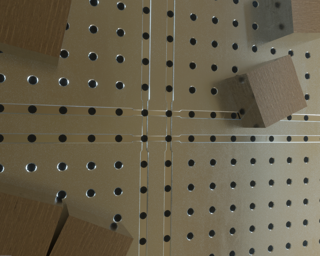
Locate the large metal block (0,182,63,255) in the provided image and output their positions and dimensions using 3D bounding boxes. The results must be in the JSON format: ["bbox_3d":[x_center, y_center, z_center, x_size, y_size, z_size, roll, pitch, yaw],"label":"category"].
[{"bbox_3d":[-0.161,0.110,0.340,0.080,0.050,0.080,20,83,-19],"label":"large metal block"}]

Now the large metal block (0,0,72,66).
[{"bbox_3d":[-0.146,-0.122,0.345,0.081,0.050,0.080,12,86,-20],"label":"large metal block"}]

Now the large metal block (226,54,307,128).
[{"bbox_3d":[0.157,-0.053,0.457,0.080,0.050,0.080,-25,98,-18],"label":"large metal block"}]

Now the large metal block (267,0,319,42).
[{"bbox_3d":[0.216,-0.180,0.478,0.081,0.050,0.080,-6,92,-20],"label":"large metal block"}]

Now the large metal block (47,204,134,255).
[{"bbox_3d":[-0.090,0.147,0.366,0.080,0.050,0.080,27,81,-18],"label":"large metal block"}]
